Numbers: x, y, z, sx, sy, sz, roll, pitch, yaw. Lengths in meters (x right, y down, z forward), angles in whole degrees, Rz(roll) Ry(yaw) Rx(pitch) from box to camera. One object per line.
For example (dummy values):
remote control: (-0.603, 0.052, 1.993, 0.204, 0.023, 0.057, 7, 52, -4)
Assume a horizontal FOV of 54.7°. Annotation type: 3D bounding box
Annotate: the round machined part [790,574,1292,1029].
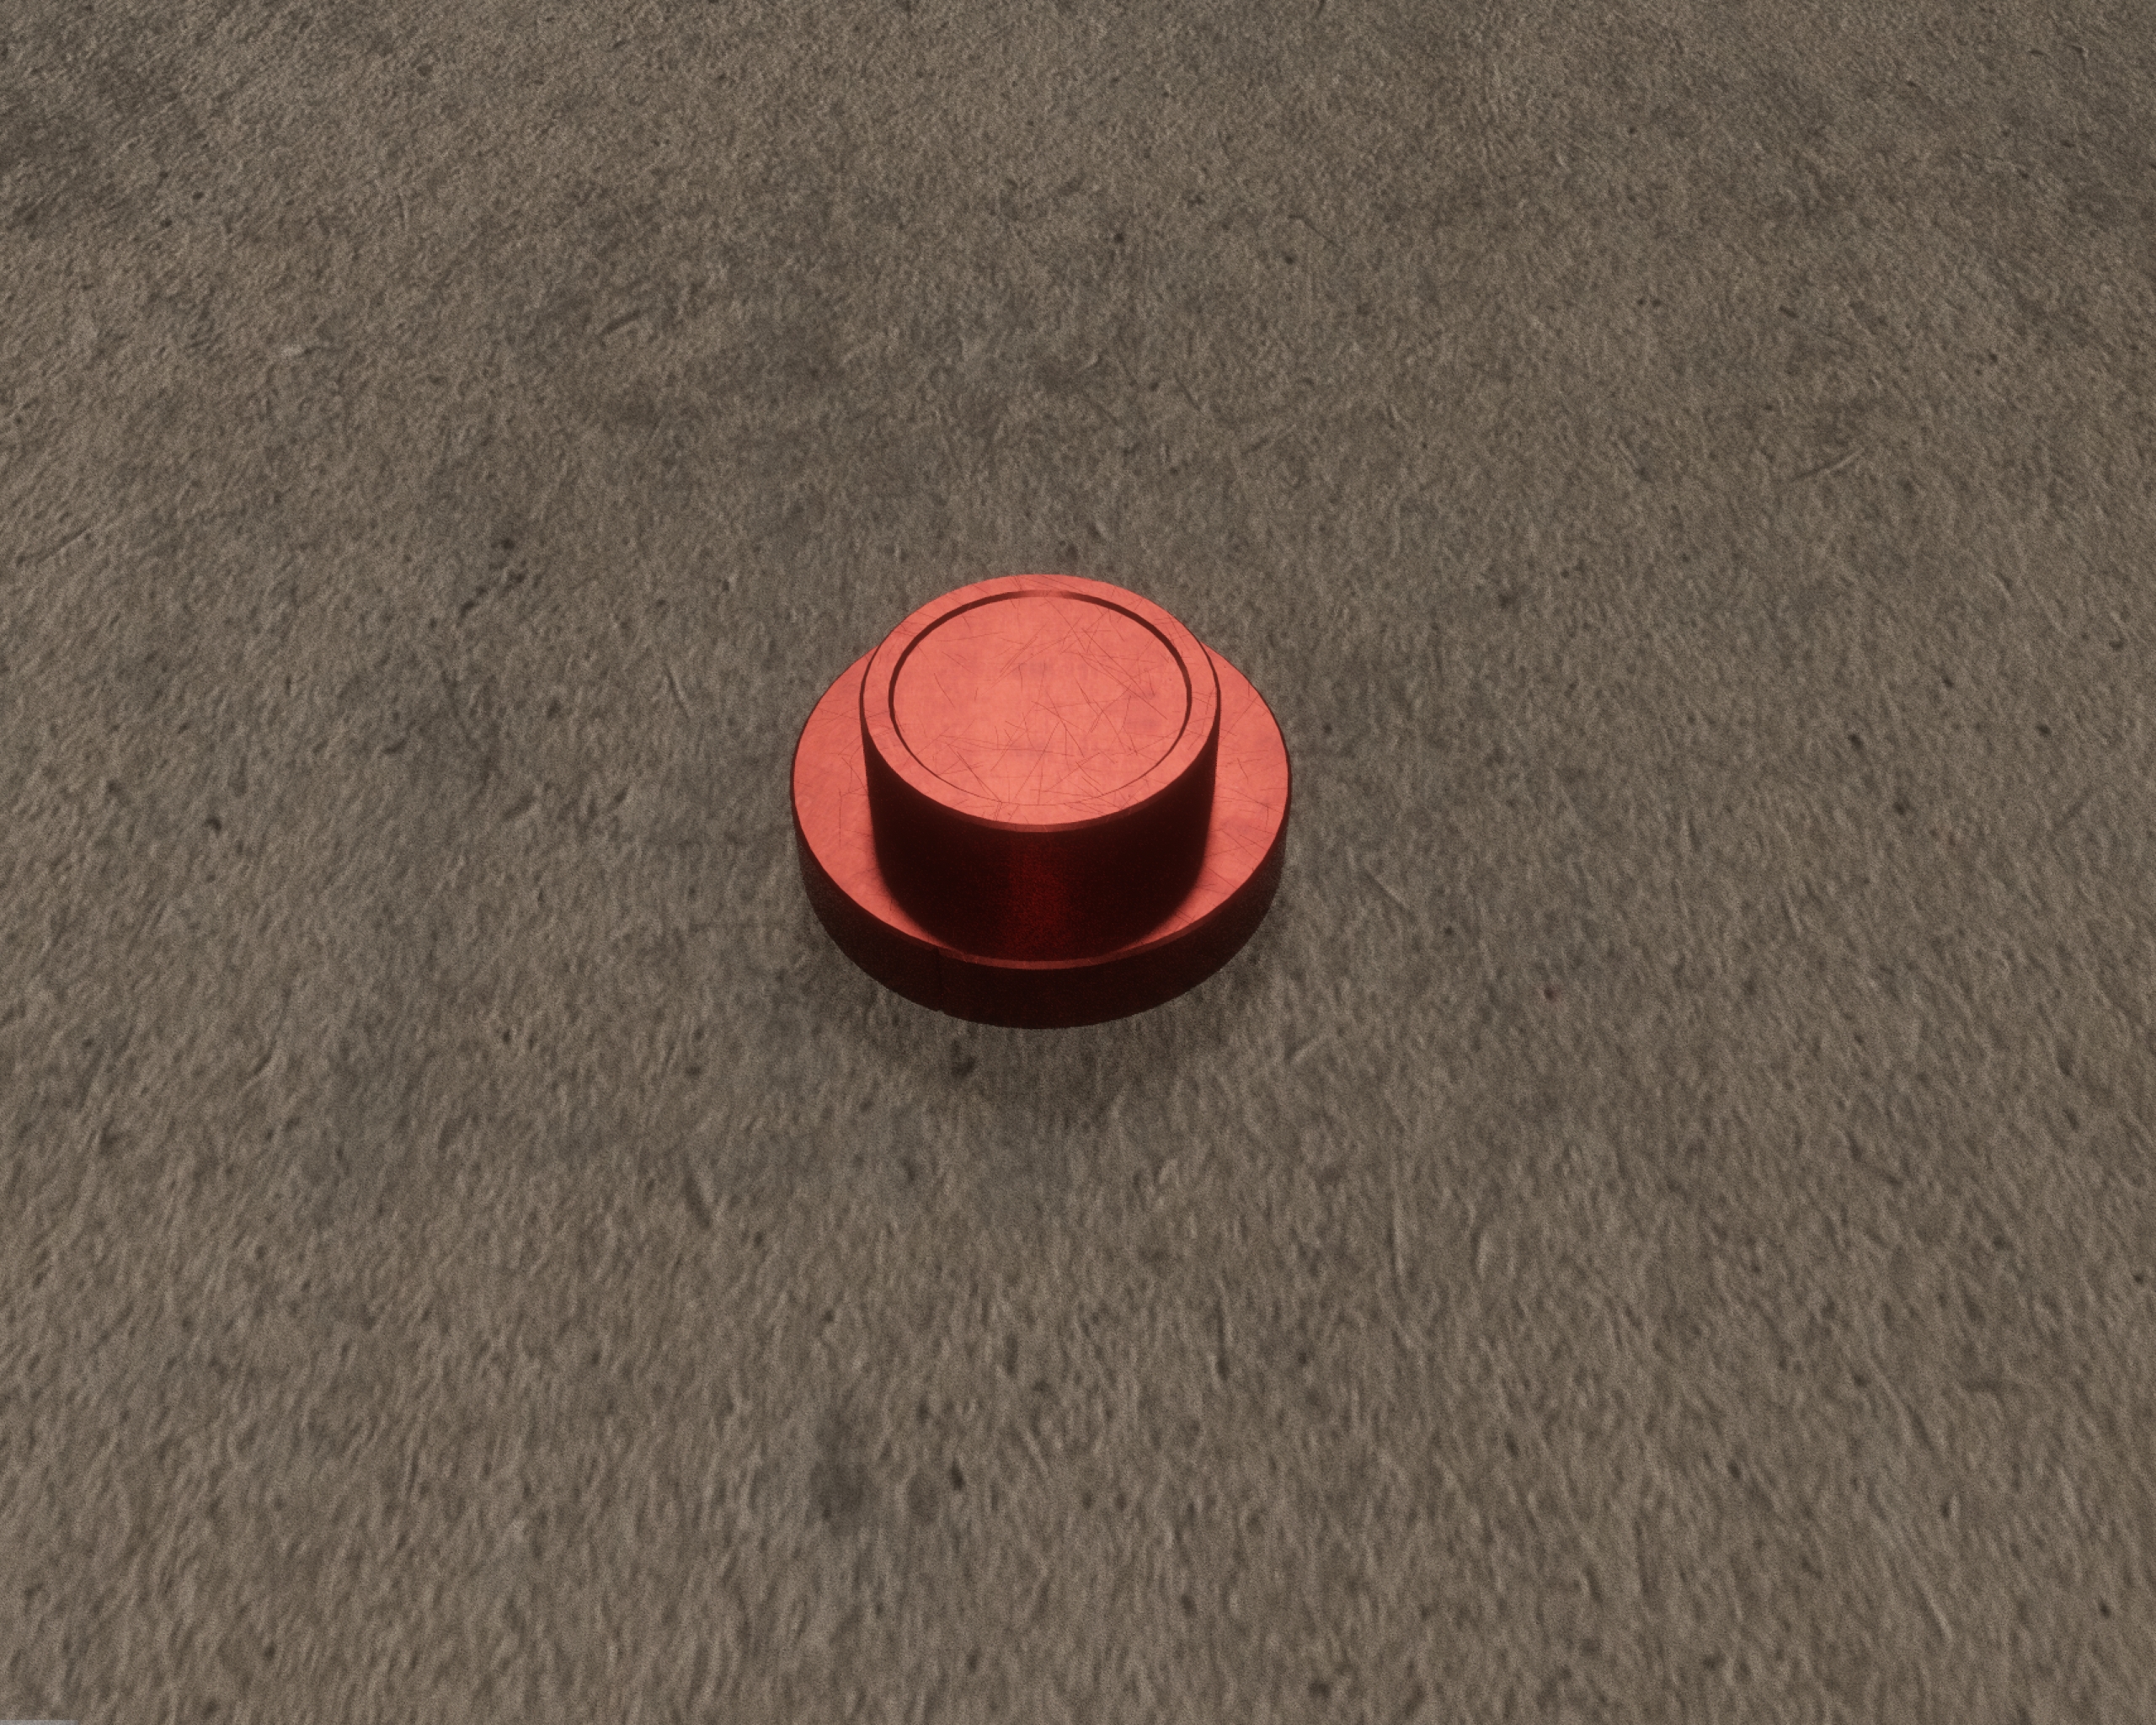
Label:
round machined part: (-0.007, -0.019, 0.409, 0.099, 0.042, 0.098, 0, 50, 0)
